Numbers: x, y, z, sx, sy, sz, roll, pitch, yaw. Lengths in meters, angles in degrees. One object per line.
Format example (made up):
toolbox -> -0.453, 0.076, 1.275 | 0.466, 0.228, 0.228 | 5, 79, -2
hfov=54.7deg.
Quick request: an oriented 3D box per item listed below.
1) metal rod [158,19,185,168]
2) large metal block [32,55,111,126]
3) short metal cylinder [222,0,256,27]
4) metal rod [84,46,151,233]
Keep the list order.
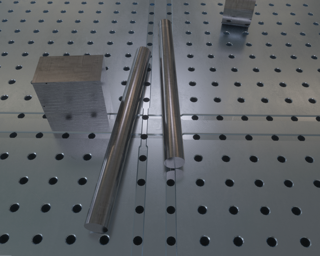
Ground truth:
metal rod -> 0.013, -0.073, 0.468 | 0.025, 0.025, 0.300 | -1, 50, -1
large metal block -> -0.112, -0.048, 0.412 | 0.081, 0.080, 0.050 | -2, 50, -2
short metal cylinder -> 0.145, -0.228, 0.564 | 0.050, 0.080, 0.080 | 11, 51, 9
metal rod -> -0.047, -0.010, 0.415 | 0.025, 0.025, 0.300 | 6, 50, 5
